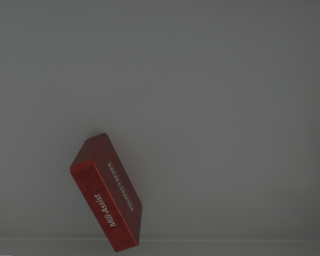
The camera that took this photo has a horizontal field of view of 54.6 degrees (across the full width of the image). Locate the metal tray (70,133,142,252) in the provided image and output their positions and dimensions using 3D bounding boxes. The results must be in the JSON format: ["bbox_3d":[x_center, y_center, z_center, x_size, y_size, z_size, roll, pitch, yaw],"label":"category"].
[{"bbox_3d":[-0.064,0.082,0.406,0.030,0.090,0.130,-21,109,7],"label":"metal tray"}]
